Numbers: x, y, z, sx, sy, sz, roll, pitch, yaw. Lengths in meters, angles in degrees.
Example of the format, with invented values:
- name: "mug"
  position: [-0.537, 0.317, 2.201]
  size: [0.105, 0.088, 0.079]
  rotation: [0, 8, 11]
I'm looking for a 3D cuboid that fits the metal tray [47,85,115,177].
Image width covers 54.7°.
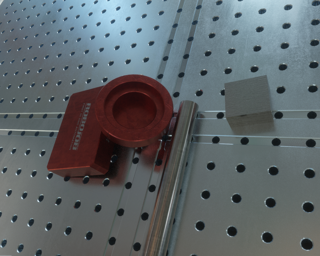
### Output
- name: "metal tray"
  position: [-0.105, 0.003, 0.449]
  size: [0.090, 0.030, 0.130]
  rotation: [-9, 58, 31]

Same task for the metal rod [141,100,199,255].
- name: "metal rod"
  position: [0.002, 0.102, 0.343]
  size: [0.025, 0.025, 0.300]
  rotation: [1, 62, 28]

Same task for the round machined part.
- name: "round machined part"
  position: [-0.034, -0.019, 0.408]
  size: [0.099, 0.042, 0.098]
  rotation: [2, 64, -4]

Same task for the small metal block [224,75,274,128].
- name: "small metal block"
  position: [0.106, -0.031, 0.371]
  size: [0.050, 0.025, 0.050]
  rotation: [-9, 58, 23]
